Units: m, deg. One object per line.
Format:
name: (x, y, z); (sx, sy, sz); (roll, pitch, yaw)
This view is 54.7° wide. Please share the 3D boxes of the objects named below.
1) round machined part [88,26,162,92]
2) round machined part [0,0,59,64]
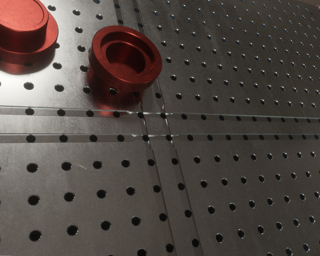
round machined part: (-0.050, -0.090, 0.426); (0.099, 0.042, 0.098); (14, 56, -21)
round machined part: (-0.176, -0.131, 0.382); (0.099, 0.042, 0.098); (14, 56, -21)
